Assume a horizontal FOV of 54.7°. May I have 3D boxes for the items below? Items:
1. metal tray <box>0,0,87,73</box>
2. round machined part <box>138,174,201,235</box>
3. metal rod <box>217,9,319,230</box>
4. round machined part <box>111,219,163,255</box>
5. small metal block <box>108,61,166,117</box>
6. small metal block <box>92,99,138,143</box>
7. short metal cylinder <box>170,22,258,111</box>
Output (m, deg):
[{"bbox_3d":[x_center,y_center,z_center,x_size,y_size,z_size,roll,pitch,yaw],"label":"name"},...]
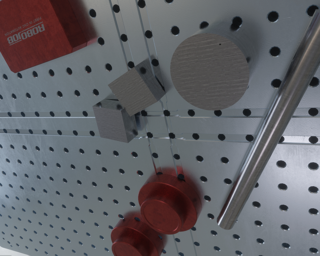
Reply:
[{"bbox_3d":[-0.171,-0.133,0.416,0.130,0.030,0.090,-8,114,32],"label":"metal tray"},{"bbox_3d":[0.009,0.122,0.471,0.098,0.042,0.097,13,124,21],"label":"round machined part"},{"bbox_3d":[0.121,0.018,0.358,0.025,0.025,0.298,23,127,14],"label":"metal rod"},{"bbox_3d":[-0.047,0.215,0.558,0.098,0.042,0.097,13,124,21],"label":"round machined part"},{"bbox_3d":[-0.030,-0.050,0.396,0.050,0.025,0.050,-26,105,36],"label":"small metal block"},{"bbox_3d":[-0.062,-0.010,0.434,0.050,0.025,0.050,10,123,30],"label":"small metal block"},{"bbox_3d":[0.058,-0.065,0.324,0.080,0.050,0.079,13,124,21],"label":"short metal cylinder"}]
